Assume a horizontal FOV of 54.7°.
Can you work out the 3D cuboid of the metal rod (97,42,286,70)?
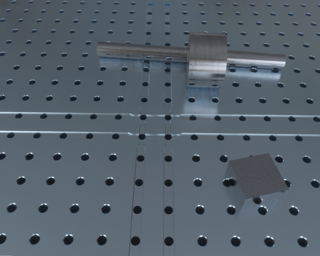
[{"bbox_3d":[0.049,-0.119,0.508,0.302,0.025,0.025,5,50,3],"label":"metal rod"}]

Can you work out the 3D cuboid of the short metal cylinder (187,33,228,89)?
[{"bbox_3d":[0.067,-0.099,0.456,0.050,0.080,0.080,3,50,2],"label":"short metal cylinder"}]

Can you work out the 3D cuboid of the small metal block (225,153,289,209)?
[{"bbox_3d":[0.111,0.061,0.358,0.050,0.025,0.050,-10,51,-9],"label":"small metal block"}]
